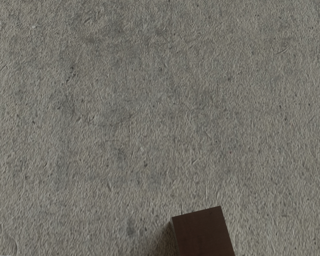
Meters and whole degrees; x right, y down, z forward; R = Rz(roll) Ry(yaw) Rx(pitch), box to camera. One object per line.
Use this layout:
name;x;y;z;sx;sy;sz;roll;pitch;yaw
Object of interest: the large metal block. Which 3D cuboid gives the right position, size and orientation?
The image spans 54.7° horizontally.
large metal block;0.045;0.132;0.331;0.050;0.080;0.080;-12;71;-4
